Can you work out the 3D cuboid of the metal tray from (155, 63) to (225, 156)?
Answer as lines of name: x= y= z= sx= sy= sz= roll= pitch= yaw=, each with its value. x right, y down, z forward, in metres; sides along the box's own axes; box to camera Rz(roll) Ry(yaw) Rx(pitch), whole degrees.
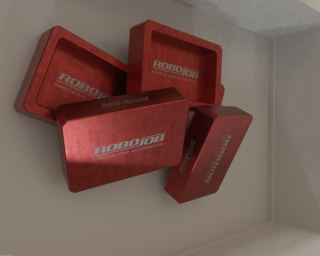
metal tray: x=0.041 y=-0.016 z=0.437 sx=0.090 sy=0.030 sz=0.130 roll=25 pitch=74 yaw=-38

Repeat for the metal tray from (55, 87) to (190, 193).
metal tray: x=-0.037 y=0.011 z=0.328 sx=0.131 sy=0.030 sz=0.089 roll=-12 pitch=128 yaw=-24

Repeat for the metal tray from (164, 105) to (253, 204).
metal tray: x=0.066 y=0.035 z=0.417 sx=0.091 sy=0.030 sz=0.129 roll=-2 pitch=120 yaw=-46

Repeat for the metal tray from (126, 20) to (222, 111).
metal tray: x=0.023 y=-0.069 z=0.382 sx=0.131 sy=0.030 sz=0.089 roll=5 pitch=87 yaw=-40

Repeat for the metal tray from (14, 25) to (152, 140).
metal tray: x=-0.075 y=-0.037 z=0.338 sx=0.131 sy=0.030 sz=0.090 roll=25 pitch=74 yaw=-38
